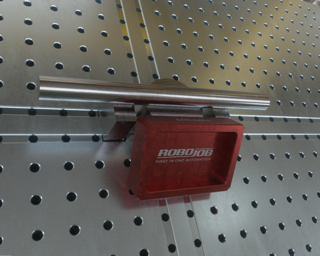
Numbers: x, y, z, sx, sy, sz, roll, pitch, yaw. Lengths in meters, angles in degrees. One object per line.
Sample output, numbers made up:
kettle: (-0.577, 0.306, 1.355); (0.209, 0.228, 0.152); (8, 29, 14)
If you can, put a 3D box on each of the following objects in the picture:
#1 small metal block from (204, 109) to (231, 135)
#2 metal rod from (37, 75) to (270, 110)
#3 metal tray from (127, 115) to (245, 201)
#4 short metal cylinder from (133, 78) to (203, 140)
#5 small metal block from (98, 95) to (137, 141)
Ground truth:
small metal block: (0.071, -0.015, 0.440); (0.025, 0.050, 0.050); (-1, 62, -29)
metal rod: (0.014, -0.038, 0.375); (0.303, 0.025, 0.025); (0, 62, -28)
metal tray: (0.032, 0.033, 0.366); (0.131, 0.089, 0.030); (0, 18, -28)
short metal cylinder: (0.009, -0.018, 0.407); (0.081, 0.050, 0.080); (14, 56, -21)
small metal block: (-0.053, -0.018, 0.375); (0.025, 0.050, 0.050); (-1, 62, -29)
